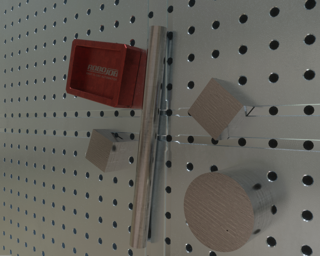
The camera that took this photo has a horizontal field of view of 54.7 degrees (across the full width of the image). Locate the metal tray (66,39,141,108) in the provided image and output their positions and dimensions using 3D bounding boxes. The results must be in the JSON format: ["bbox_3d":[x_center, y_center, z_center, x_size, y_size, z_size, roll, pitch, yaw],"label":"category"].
[{"bbox_3d":[-0.092,-0.087,0.482,0.130,0.030,0.089,18,101,38],"label":"metal tray"}]

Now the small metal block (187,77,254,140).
[{"bbox_3d":[0.068,-0.021,0.354,0.050,0.025,0.050,49,119,28],"label":"small metal block"}]

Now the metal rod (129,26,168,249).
[{"bbox_3d":[-0.016,0.015,0.422,0.025,0.025,0.298,9,96,39],"label":"metal rod"}]

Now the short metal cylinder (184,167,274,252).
[{"bbox_3d":[0.073,0.085,0.333,0.080,0.050,0.080,0,90,40],"label":"short metal cylinder"}]

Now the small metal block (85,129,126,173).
[{"bbox_3d":[-0.085,0.034,0.480,0.050,0.025,0.050,29,108,36],"label":"small metal block"}]
